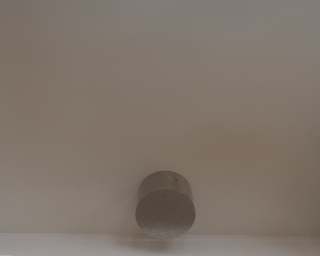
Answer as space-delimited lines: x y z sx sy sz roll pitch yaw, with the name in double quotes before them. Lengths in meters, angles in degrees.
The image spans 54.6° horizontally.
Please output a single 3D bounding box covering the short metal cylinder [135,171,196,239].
"short metal cylinder" 0.007 0.108 0.438 0.080 0.050 0.079 0 110 0
